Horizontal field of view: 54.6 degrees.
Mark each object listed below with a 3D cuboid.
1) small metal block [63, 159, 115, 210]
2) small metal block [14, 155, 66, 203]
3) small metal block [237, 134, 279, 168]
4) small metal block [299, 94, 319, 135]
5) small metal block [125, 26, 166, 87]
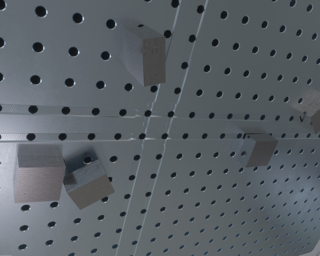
[{"bbox_3d":[-0.091,0.073,0.398,0.050,0.025,0.050,-26,144,-12],"label":"small metal block"},{"bbox_3d":[-0.144,0.060,0.369,0.050,0.025,0.050,3,117,-30],"label":"small metal block"},{"bbox_3d":[0.164,0.037,0.523,0.050,0.025,0.050,0,119,-28],"label":"small metal block"},{"bbox_3d":[0.279,-0.025,0.547,0.050,0.025,0.050,-40,129,-1],"label":"small metal block"},{"bbox_3d":[-0.016,-0.079,0.337,0.025,0.050,0.050,-14,124,-21],"label":"small metal block"}]
